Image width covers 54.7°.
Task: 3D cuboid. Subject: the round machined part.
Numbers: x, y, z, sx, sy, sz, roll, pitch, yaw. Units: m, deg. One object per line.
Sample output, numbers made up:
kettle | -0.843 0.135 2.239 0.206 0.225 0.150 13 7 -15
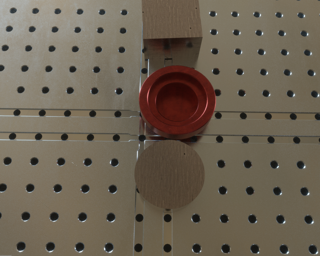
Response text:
round machined part | 0.022 -0.031 0.414 0.099 0.042 0.098 0 70 -1

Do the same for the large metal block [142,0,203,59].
large metal block | 0.015 -0.150 0.454 0.081 0.050 0.080 -2 70 -1

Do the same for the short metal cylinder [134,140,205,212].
short metal cylinder | 0.011 0.060 0.377 0.081 0.050 0.080 0 70 0
